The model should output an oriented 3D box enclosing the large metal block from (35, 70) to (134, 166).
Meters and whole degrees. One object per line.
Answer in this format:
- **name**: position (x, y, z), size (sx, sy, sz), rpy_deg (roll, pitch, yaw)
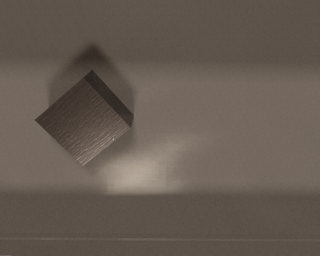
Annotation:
- **large metal block**: position (-0.092, -0.013, 0.392), size (0.080, 0.050, 0.080), rpy_deg (-38, 106, 12)
